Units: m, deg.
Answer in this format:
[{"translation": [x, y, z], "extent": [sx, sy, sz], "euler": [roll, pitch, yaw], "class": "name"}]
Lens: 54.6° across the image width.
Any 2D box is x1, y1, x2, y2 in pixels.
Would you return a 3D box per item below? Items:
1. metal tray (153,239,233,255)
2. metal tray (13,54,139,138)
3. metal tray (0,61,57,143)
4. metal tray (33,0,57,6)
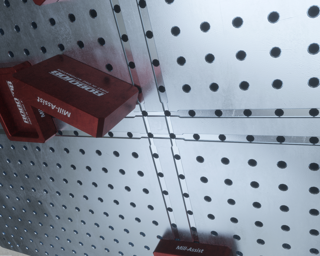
[{"translation": [0.062, 0.237, 0.522], "extent": [0.130, 0.030, 0.090], "euler": [-5, 116, 30], "class": "metal tray"}, {"translation": [-0.105, -0.046, 0.396], "extent": [0.130, 0.090, 0.030], "euler": [25, 127, 12], "class": "metal tray"}, {"translation": [-0.231, -0.040, 0.506], "extent": [0.090, 0.030, 0.129], "euler": [2, 119, 27], "class": "metal tray"}, {"translation": [-0.117, -0.209, 0.341], "extent": [0.130, 0.030, 0.090], "euler": [-21, 107, 36], "class": "metal tray"}]
